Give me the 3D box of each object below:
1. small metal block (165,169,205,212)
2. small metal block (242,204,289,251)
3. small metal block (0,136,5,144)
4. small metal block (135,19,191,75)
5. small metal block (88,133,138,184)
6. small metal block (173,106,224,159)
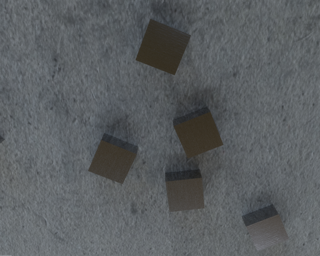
[{"bbox_3d":[0.035,0.089,0.443,0.050,0.025,0.050,-7,110,2],"label":"small metal block"},{"bbox_3d":[0.159,0.150,0.468,0.050,0.025,0.050,-24,109,8],"label":"small metal block"},{"bbox_3d":[-0.249,0.018,0.413,0.050,0.025,0.050,-40,106,13],"label":"small metal block"},{"bbox_3d":[0.003,-0.098,0.374,0.050,0.025,0.050,20,109,-8],"label":"small metal block"},{"bbox_3d":[-0.064,0.042,0.424,0.050,0.025,0.050,23,108,-9],"label":"small metal block"},{"bbox_3d":[0.050,0.006,0.413,0.050,0.025,0.050,-22,109,7],"label":"small metal block"}]
